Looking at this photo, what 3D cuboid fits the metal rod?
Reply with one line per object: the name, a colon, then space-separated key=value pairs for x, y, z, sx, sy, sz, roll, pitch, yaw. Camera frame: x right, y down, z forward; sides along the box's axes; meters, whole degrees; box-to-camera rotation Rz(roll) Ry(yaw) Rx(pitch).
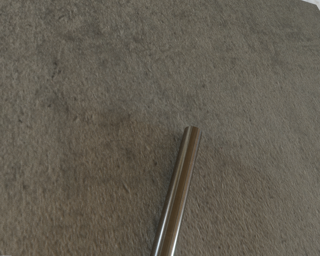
metal rod: x=0.007 y=0.119 z=0.336 sx=0.025 sy=0.025 sz=0.300 roll=28 pitch=52 yaw=-12
